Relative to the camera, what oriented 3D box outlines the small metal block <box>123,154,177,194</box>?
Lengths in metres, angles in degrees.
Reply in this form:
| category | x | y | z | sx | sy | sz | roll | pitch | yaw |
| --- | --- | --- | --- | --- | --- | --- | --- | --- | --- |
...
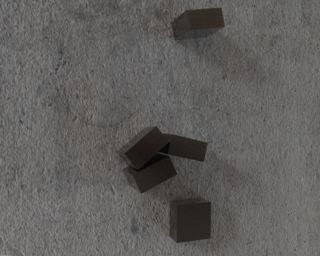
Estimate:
| category | x | y | z | sx | sy | sz | roll | pitch | yaw |
| --- | --- | --- | --- | --- | --- | --- | --- | --- | --- |
| small metal block | -0.014 | 0.055 | 0.391 | 0.050 | 0.050 | 0.025 | -26 | 99 | -18 |

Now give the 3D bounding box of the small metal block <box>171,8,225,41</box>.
| category | x | y | z | sx | sy | sz | roll | pitch | yaw |
| --- | --- | --- | --- | --- | --- | --- | --- | --- | --- |
| small metal block | 0.050 | -0.138 | 0.414 | 0.050 | 0.050 | 0.025 | -12 | 94 | -20 |

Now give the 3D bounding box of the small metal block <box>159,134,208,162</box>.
| category | x | y | z | sx | sy | sz | roll | pitch | yaw |
| --- | --- | --- | --- | --- | --- | --- | --- | --- | --- |
| small metal block | 0.026 | 0.025 | 0.405 | 0.050 | 0.050 | 0.025 | 14 | 86 | -20 |

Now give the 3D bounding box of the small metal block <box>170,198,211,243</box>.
| category | x | y | z | sx | sy | sz | roll | pitch | yaw |
| --- | --- | --- | --- | --- | --- | --- | --- | --- | --- |
| small metal block | 0.041 | 0.125 | 0.424 | 0.050 | 0.025 | 0.050 | 0 | 90 | -20 |

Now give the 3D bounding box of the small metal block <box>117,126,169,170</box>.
| category | x | y | z | sx | sy | sz | roll | pitch | yaw |
| --- | --- | --- | --- | --- | --- | --- | --- | --- | --- |
| small metal block | -0.023 | 0.024 | 0.387 | 0.050 | 0.050 | 0.025 | -41 | 100 | -15 |
